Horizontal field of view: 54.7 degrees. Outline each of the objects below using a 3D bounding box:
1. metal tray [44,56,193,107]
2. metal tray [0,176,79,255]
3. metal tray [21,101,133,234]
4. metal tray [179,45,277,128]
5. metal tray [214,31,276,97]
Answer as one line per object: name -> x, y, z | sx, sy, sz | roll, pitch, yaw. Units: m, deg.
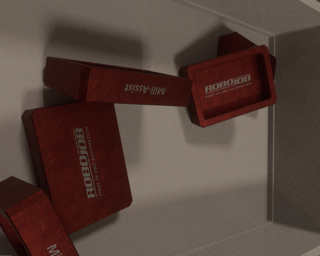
metal tray -> -0.041, -0.048, 0.327 | 0.131, 0.090, 0.030 | -1, 106, -40
metal tray -> -0.105, 0.111, 0.277 | 0.030, 0.090, 0.129 | -33, 111, -36
metal tray -> -0.085, 0.036, 0.334 | 0.091, 0.030, 0.129 | -17, 101, -39
metal tray -> 0.102, -0.062, 0.456 | 0.131, 0.030, 0.089 | -18, 103, -13
metal tray -> 0.149, -0.097, 0.531 | 0.131, 0.030, 0.090 | 14, 81, -39
